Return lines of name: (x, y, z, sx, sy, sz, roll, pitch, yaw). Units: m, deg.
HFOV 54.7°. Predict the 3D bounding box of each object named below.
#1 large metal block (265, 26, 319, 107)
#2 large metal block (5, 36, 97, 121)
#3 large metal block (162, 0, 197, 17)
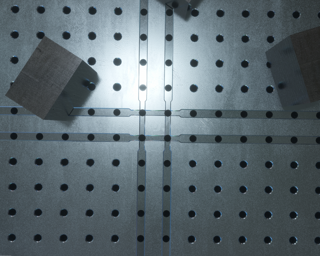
large metal block: (0.181, -0.074, 0.388, 0.050, 0.080, 0.080, -17, 90, 0)
large metal block: (-0.129, -0.056, 0.384, 0.050, 0.080, 0.080, 33, 90, -1)
large metal block: (0.026, -0.208, 0.401, 0.080, 0.050, 0.080, 35, 90, -1)
